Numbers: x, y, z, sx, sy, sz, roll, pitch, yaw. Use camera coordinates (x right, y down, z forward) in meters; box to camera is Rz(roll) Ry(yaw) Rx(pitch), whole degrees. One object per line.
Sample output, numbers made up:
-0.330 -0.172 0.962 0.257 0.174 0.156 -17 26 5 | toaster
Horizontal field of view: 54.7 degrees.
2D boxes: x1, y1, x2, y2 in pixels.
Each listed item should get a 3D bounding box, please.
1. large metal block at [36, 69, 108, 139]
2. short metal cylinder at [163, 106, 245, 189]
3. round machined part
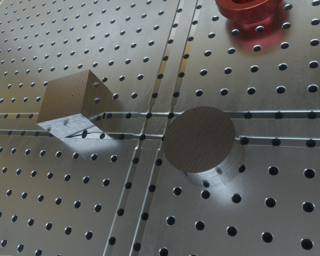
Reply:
-0.134 -0.036 0.483 0.080 0.050 0.080 -11 57 22 | large metal block
0.051 0.022 0.351 0.080 0.050 0.080 -13 56 20 | short metal cylinder
0.131 -0.190 0.445 0.098 0.042 0.098 -13 56 20 | round machined part
